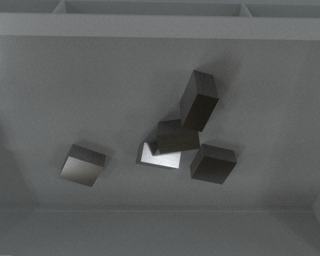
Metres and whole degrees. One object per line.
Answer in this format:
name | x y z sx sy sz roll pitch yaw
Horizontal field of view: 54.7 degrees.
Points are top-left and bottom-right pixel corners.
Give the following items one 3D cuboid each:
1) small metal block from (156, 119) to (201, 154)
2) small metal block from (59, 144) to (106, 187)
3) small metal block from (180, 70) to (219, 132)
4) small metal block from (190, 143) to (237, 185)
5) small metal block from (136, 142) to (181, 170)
small metal block | 0.024 0.008 0.397 0.050 0.050 0.025 -8 110 6
small metal block | -0.114 0.056 0.455 0.050 0.025 0.050 21 127 -18
small metal block | 0.045 -0.032 0.366 0.025 0.050 0.050 13 129 -11
small metal block | 0.077 0.054 0.456 0.050 0.025 0.050 13 129 -12
small metal block | -0.003 0.040 0.426 0.050 0.025 0.050 12 168 -11
